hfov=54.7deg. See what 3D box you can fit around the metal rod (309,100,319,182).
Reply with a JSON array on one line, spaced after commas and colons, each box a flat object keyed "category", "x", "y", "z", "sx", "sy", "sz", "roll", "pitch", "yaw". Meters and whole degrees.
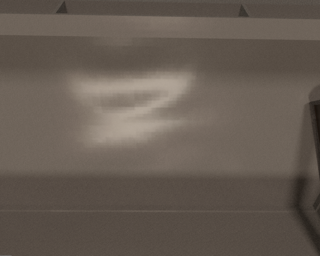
[{"category": "metal rod", "x": 0.236, "y": 0.108, "z": 0.420, "sx": 0.025, "sy": 0.025, "sz": 0.298, "roll": -12, "pitch": 103, "yaw": 9}]
